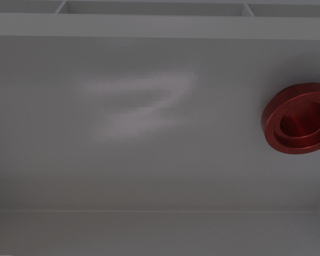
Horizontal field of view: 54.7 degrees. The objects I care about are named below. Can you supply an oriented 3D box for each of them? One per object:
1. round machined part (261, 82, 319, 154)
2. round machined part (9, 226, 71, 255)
[{"bbox_3d":[0.176,-0.016,0.386,0.099,0.042,0.097,0,130,0],"label":"round machined part"},{"bbox_3d":[-0.208,0.197,0.547,0.099,0.042,0.098,4,165,1],"label":"round machined part"}]
